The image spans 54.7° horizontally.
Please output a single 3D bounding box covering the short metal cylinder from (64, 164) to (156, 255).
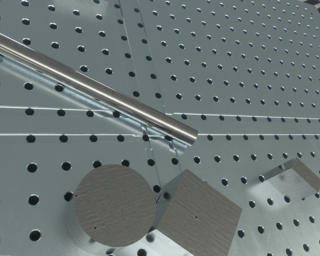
[{"bbox_3d":[-0.051,0.083,0.315,0.081,0.050,0.080,14,56,-21],"label":"short metal cylinder"}]

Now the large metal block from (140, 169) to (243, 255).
[{"bbox_3d":[0.035,0.107,0.347,0.080,0.050,0.080,37,51,-4],"label":"large metal block"}]

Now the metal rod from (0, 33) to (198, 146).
[{"bbox_3d":[-0.087,-0.050,0.392,0.301,0.025,0.025,26,53,-13],"label":"metal rod"}]

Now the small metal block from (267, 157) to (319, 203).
[{"bbox_3d":[0.196,0.077,0.454,0.050,0.050,0.025,43,51,1],"label":"small metal block"}]

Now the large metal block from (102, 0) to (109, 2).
[{"bbox_3d":[-0.114,-0.257,0.489,0.081,0.050,0.080,8,58,-25],"label":"large metal block"}]
